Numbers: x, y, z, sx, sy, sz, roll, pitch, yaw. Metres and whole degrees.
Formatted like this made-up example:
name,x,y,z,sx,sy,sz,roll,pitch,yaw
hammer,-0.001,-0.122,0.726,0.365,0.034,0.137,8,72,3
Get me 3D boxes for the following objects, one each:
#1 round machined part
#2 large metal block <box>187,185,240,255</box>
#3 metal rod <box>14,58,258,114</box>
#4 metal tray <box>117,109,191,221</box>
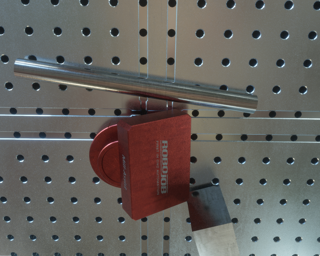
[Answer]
name,x,y,z,sx,sy,sz,roll,pitch,yaw
round machined part,-0.047,0.040,0.419,0.099,0.042,0.097,0,110,0
large metal block,0.074,0.140,0.433,0.050,0.080,0.080,-15,114,5
metal rod,-0.027,-0.053,0.393,0.302,0.025,0.025,8,110,-4
metal tray,-0.005,0.046,0.405,0.091,0.030,0.129,-13,113,-30
